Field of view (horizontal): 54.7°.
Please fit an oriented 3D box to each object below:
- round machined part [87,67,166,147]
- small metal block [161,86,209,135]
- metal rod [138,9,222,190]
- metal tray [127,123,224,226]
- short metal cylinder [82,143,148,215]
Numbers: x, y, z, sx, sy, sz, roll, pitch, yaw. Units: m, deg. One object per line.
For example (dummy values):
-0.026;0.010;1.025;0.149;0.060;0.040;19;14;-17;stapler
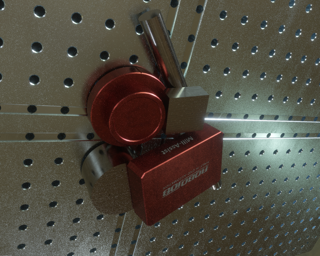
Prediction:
-0.032;-0.019;0.365;0.099;0.042;0.097;-13;124;-20;round machined part
0.028;-0.022;0.378;0.050;0.025;0.050;-7;124;-19;small metal block
0.039;-0.014;0.420;0.025;0.025;0.299;-32;129;-8;metal rod
0.025;0.058;0.403;0.131;0.030;0.089;-25;129;-29;metal tray
-0.055;0.064;0.399;0.081;0.050;0.079;-14;124;-21;short metal cylinder
